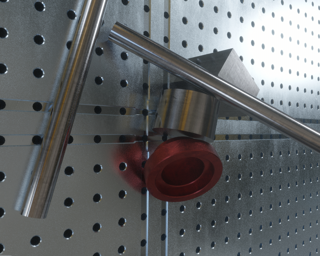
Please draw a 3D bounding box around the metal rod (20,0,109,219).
[{"bbox_3d":[-0.092,-0.057,0.333,0.025,0.025,0.299,22,76,-38],"label":"metal rod"}]

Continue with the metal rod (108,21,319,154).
[{"bbox_3d":[0.078,-0.047,0.383,0.301,0.025,0.025,27,70,-6],"label":"metal rod"}]

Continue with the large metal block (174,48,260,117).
[{"bbox_3d":[0.081,-0.060,0.444,0.080,0.080,0.050,46,62,-31],"label":"large metal block"}]

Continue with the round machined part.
[{"bbox_3d":[0.027,0.049,0.401,0.098,0.098,0.042,33,25,-36],"label":"round machined part"}]

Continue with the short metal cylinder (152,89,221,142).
[{"bbox_3d":[0.034,-0.014,0.404,0.080,0.080,0.050,19,78,-39],"label":"short metal cylinder"}]
